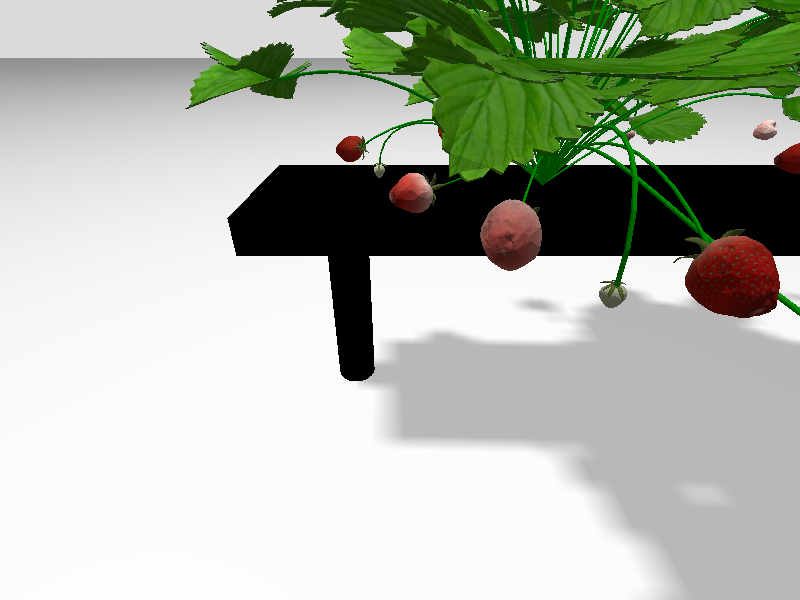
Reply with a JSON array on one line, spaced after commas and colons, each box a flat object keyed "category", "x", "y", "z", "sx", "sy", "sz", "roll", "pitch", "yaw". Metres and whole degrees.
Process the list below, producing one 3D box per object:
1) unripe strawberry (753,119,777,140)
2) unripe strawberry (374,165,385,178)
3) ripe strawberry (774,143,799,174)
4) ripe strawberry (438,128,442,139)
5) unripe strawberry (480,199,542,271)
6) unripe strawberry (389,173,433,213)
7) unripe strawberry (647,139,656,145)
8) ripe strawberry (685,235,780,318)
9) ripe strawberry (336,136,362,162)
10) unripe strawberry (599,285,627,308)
[{"category": "unripe strawberry", "x": 0.458, "y": -0.213, "z": 0.502, "sx": 0.020, "sy": 0.023, "sz": 0.022, "roll": -19, "pitch": 2, "yaw": -26}, {"category": "unripe strawberry", "x": -0.018, "y": -0.113, "z": 0.350, "sx": 0.010, "sy": 0.011, "sz": 0.011, "roll": 1, "pitch": 33, "yaw": 2}, {"category": "ripe strawberry", "x": 0.367, "y": -0.131, "z": 0.372, "sx": 0.030, "sy": 0.026, "sz": 0.030, "roll": -3, "pitch": 32, "yaw": 13}, {"category": "ripe strawberry", "x": 0.062, "y": -0.211, "z": 0.484, "sx": 0.036, "sy": 0.041, "sz": 0.039, "roll": -11, "pitch": 34, "yaw": -17}, {"category": "unripe strawberry", "x": 0.057, "y": -0.032, "z": 0.209, "sx": 0.032, "sy": 0.037, "sz": 0.035, "roll": 13, "pitch": 36, "yaw": 20}, {"category": "unripe strawberry", "x": 0.007, "y": -0.076, "z": 0.285, "sx": 0.031, "sy": 0.026, "sz": 0.031, "roll": -18, "pitch": 37, "yaw": -25}, {"category": "unripe strawberry", "x": 0.292, "y": -0.185, "z": 0.464, "sx": 0.010, "sy": 0.010, "sz": 0.009, "roll": -25, "pitch": 40, "yaw": -33}, {"category": "ripe strawberry", "x": 0.144, "y": -0.008, "z": 0.173, "sx": 0.031, "sy": 0.034, "sz": 0.035, "roll": -3, "pitch": -40, "yaw": -5}, {"category": "ripe strawberry", "x": -0.051, "y": -0.154, "z": 0.408, "sx": 0.029, "sy": 0.024, "sz": 0.029, "roll": 5, "pitch": 32, "yaw": 24}, {"category": "unripe strawberry", "x": 0.093, "y": -0.002, "z": 0.175, "sx": 0.011, "sy": 0.011, "sz": 0.010, "roll": 5, "pitch": 33, "yaw": 8}]
